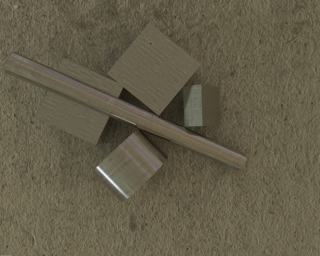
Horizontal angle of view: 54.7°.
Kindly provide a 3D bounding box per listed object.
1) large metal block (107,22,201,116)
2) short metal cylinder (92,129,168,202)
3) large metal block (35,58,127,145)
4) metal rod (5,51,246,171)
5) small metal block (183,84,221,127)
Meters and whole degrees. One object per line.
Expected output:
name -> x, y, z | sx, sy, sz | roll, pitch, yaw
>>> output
large metal block -> -0.007, -0.071, 0.396 | 0.080, 0.050, 0.080 | 39, 90, 0
short metal cylinder -> -0.036, 0.045, 0.383 | 0.080, 0.080, 0.050 | -44, 90, 0
large metal block -> -0.097, -0.032, 0.398 | 0.080, 0.050, 0.080 | 25, 90, 0
metal rod -> -0.026, -0.012, 0.370 | 0.302, 0.025, 0.025 | 23, 90, -17
small metal block -> 0.054, -0.028, 0.397 | 0.025, 0.050, 0.050 | -2, 90, 36
